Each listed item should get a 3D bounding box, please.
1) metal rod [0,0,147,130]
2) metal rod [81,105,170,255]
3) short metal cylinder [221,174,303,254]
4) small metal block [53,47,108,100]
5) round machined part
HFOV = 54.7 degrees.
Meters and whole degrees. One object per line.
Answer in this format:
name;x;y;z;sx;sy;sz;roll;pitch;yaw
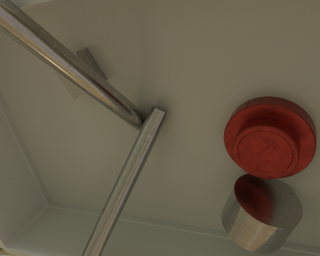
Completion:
metal rod;-0.102;-0.071;0.306;0.025;0.025;0.301;-7;152;31
metal rod;-0.063;0.108;0.423;0.025;0.025;0.298;28;101;10
short metal cylinder;0.120;0.100;0.372;0.080;0.080;0.050;23;127;13
small metal block;-0.108;-0.073;0.419;0.050;0.025;0.050;-22;107;36
round machined part;0.119;0.018;0.345;0.098;0.042;0.097;13;124;20
